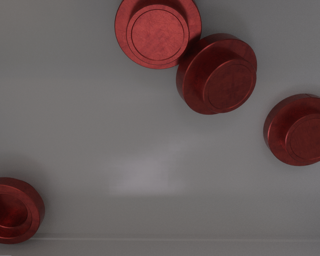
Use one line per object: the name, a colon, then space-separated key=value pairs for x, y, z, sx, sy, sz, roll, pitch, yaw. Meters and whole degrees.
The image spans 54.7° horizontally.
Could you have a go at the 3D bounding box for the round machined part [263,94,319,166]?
round machined part: x=0.191 y=0.007 z=0.406 sx=0.099 sy=0.042 sz=0.097 roll=0 pitch=110 yaw=0

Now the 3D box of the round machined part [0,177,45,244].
round machined part: x=-0.213 y=0.113 z=0.442 sx=0.099 sy=0.042 sz=0.097 roll=0 pitch=110 yaw=0

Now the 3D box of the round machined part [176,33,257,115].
round machined part: x=0.072 y=-0.056 z=0.362 sx=0.099 sy=0.042 sz=0.097 roll=-13 pitch=128 yaw=-17

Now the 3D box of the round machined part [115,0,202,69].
round machined part: x=-0.002 y=-0.110 z=0.349 sx=0.099 sy=0.042 sz=0.097 roll=0 pitch=126 yaw=1
